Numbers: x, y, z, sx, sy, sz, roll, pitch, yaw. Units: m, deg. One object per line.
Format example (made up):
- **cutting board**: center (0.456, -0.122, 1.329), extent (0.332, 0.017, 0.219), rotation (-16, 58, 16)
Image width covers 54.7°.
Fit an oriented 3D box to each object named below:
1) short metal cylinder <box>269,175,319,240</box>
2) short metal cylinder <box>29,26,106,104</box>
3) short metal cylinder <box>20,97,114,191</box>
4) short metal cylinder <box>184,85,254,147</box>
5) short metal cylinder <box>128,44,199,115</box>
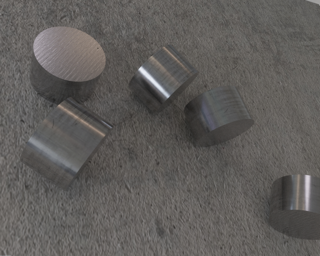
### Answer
- **short metal cylinder**: center (0.186, 0.104, 0.405), extent (0.080, 0.080, 0.050), rotation (29, 52, -10)
- **short metal cylinder**: center (-0.112, -0.074, 0.373), extent (0.081, 0.050, 0.080), rotation (14, 56, -21)
- **short metal cylinder**: center (-0.091, 0.016, 0.310), extent (0.050, 0.080, 0.080), rotation (36, 51, -5)
- **short metal cylinder**: center (0.079, -0.014, 0.419), extent (0.081, 0.080, 0.050), rotation (-7, 65, -31)
- **short metal cylinder**: center (0.005, -0.063, 0.409), extent (0.050, 0.080, 0.080), rotation (46, 51, 3)
